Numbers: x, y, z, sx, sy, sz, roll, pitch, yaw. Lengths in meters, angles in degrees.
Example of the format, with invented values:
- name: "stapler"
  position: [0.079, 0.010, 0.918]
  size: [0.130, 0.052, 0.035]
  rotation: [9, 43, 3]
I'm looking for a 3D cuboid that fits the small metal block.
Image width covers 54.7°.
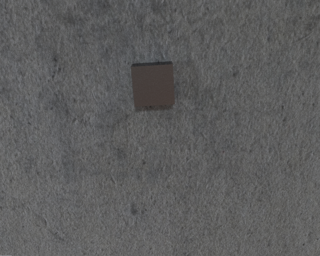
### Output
- name: "small metal block"
  position: [-0.008, -0.056, 0.389]
  size: [0.050, 0.025, 0.050]
  rotation: [-4, 110, 1]
